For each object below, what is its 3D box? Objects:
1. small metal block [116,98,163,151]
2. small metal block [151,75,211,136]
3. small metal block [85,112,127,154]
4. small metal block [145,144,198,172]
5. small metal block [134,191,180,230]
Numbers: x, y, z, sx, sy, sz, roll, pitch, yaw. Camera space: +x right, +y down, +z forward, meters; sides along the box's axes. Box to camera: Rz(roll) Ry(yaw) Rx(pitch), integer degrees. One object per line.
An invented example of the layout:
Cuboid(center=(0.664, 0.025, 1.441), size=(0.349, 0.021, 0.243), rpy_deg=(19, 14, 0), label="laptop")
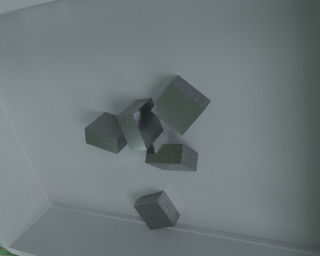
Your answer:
Cuboid(center=(-0.024, -0.005, 0.402), size=(0.025, 0.050, 0.050), rpy_deg=(-6, 116, 31), label="small metal block")
Cuboid(center=(0.025, -0.027, 0.379), size=(0.050, 0.025, 0.050), rpy_deg=(39, 129, 2), label="small metal block")
Cuboid(center=(-0.068, 0.006, 0.432), size=(0.050, 0.050, 0.025), rpy_deg=(17, 125, 18), label="small metal block")
Cuboid(center=(0.016, 0.039, 0.407), size=(0.050, 0.025, 0.050), rpy_deg=(-2, 162, 29), label="small metal block")
Cuboid(center=(-0.005, 0.132, 0.493), size=(0.050, 0.025, 0.050), rpy_deg=(-23, 107, 36), label="small metal block")
